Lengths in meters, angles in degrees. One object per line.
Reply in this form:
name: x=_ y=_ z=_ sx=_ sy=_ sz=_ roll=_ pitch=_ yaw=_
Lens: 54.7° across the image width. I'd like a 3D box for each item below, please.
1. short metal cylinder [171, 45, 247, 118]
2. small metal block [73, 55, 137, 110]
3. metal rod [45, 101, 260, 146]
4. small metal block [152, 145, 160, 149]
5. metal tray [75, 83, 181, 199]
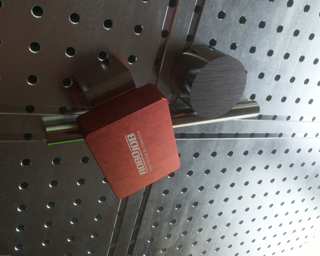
short metal cylinder: x=0.061 y=-0.059 z=0.393 sx=0.081 sy=0.050 sz=0.079 roll=-14 pitch=125 yaw=-21
small metal block: x=-0.060 y=-0.049 z=0.332 sx=0.050 sy=0.050 sz=0.025 roll=-28 pitch=128 yaw=-11
metal rod: x=0.008 y=-0.011 z=0.411 sx=0.303 sy=0.025 sz=0.025 roll=-8 pitch=122 yaw=-25
small metal block: x=-0.019 y=0.041 z=0.426 sx=0.050 sy=0.025 sz=0.050 roll=-21 pitch=127 yaw=-16
metal tray: x=-0.029 y=0.021 z=0.356 sx=0.091 sy=0.030 sz=0.129 roll=-27 pitch=139 yaw=-11
